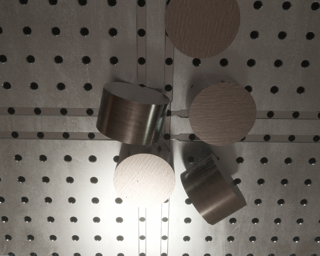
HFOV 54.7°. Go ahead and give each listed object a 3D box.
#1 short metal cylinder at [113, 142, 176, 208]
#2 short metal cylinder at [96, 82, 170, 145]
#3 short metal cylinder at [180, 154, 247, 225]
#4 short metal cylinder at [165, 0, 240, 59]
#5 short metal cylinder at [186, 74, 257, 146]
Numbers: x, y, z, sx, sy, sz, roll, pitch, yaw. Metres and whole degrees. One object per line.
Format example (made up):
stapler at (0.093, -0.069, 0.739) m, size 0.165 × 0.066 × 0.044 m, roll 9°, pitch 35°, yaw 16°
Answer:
short metal cylinder at (-0.020, 0.060, 0.422) m, size 0.081 × 0.050 × 0.079 m, roll 0°, pitch 110°, yaw -1°
short metal cylinder at (-0.033, -0.019, 0.377) m, size 0.081 × 0.080 × 0.050 m, roll 13°, pitch 110°, yaw -5°
short metal cylinder at (0.071, 0.081, 0.415) m, size 0.050 × 0.080 × 0.080 m, roll -36°, pitch 107°, yaw 12°
short metal cylinder at (0.046, -0.123, 0.355) m, size 0.081 × 0.050 × 0.079 m, roll 0°, pitch 110°, yaw -1°
short metal cylinder at (0.075, -0.024, 0.392) m, size 0.081 × 0.050 × 0.079 m, roll 0°, pitch 110°, yaw 0°
